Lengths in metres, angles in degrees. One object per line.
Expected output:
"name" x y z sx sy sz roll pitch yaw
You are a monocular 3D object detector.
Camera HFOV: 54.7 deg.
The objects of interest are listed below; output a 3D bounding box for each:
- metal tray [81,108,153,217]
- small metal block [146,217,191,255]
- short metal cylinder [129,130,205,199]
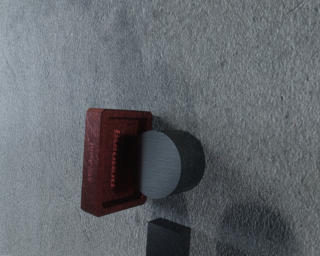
"metal tray" -0.054 0.041 0.404 0.030 0.091 0.129 7 94 39
"small metal block" 0.010 0.148 0.395 0.050 0.025 0.050 6 94 39
"short metal cylinder" 0.008 0.042 0.380 0.080 0.050 0.079 0 90 39
